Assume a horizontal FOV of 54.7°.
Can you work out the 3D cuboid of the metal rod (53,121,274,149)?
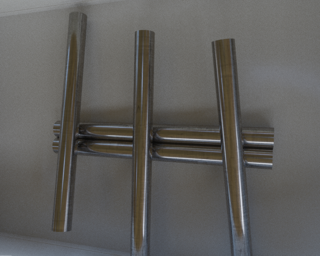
[{"bbox_3d":[-0.009,0.007,0.412,0.301,0.025,0.025,2,91,19],"label":"metal rod"}]

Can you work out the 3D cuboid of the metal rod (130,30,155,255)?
[{"bbox_3d":[-0.022,0.030,0.390,0.025,0.025,0.298,2,91,19],"label":"metal rod"}]

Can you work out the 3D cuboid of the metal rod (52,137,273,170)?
[{"bbox_3d":[-0.010,0.031,0.412,0.301,0.025,0.025,2,91,19],"label":"metal rod"}]

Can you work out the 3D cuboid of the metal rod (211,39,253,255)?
[{"bbox_3d":[0.086,0.052,0.355,0.025,0.025,0.298,-4,97,19],"label":"metal rod"}]

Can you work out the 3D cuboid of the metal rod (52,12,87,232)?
[{"bbox_3d":[-0.123,-0.014,0.426,0.025,0.025,0.298,-1,81,19],"label":"metal rod"}]
